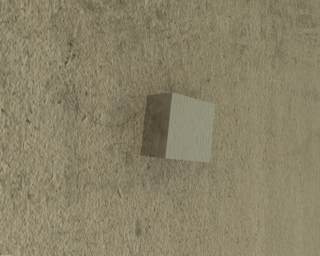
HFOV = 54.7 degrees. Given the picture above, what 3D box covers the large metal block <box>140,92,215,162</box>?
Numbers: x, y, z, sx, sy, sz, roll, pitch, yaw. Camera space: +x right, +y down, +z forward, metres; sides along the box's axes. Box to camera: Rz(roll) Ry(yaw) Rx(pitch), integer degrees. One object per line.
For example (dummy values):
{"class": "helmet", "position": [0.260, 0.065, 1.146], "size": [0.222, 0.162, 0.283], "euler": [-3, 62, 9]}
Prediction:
{"class": "large metal block", "position": [0.025, 0.002, 0.413], "size": [0.081, 0.050, 0.080], "euler": [10, 84, -40]}
